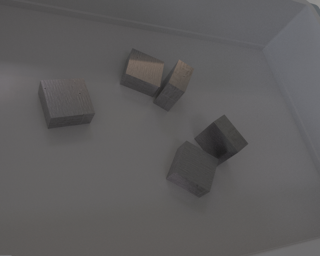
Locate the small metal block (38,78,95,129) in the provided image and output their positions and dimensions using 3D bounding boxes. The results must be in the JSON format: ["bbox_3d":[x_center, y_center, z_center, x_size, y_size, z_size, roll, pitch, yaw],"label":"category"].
[{"bbox_3d":[-0.110,-0.030,0.364,0.050,0.025,0.050,-9,66,-32],"label":"small metal block"}]

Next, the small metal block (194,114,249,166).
[{"bbox_3d":[0.082,0.018,0.423,0.025,0.050,0.050,-31,79,-38],"label":"small metal block"}]

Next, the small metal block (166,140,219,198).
[{"bbox_3d":[0.042,0.052,0.396,0.050,0.025,0.050,31,52,-9],"label":"small metal block"}]

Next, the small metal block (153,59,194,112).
[{"bbox_3d":[0.019,-0.059,0.436,0.025,0.050,0.050,30,52,-9],"label":"small metal block"}]

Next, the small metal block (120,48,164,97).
[{"bbox_3d":[-0.025,-0.078,0.440,0.050,0.025,0.050,20,54,-16],"label":"small metal block"}]
